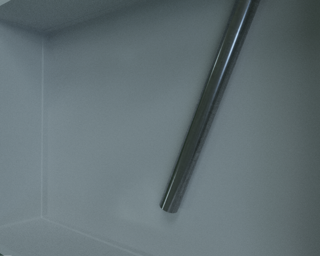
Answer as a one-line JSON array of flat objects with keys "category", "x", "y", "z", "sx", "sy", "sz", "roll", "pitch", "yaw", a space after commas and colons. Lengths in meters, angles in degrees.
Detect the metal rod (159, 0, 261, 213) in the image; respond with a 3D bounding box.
[{"category": "metal rod", "x": 0.058, "y": -0.034, "z": 0.359, "sx": 0.025, "sy": 0.025, "sz": 0.298, "roll": 30, "pitch": 109, "yaw": 36}]
